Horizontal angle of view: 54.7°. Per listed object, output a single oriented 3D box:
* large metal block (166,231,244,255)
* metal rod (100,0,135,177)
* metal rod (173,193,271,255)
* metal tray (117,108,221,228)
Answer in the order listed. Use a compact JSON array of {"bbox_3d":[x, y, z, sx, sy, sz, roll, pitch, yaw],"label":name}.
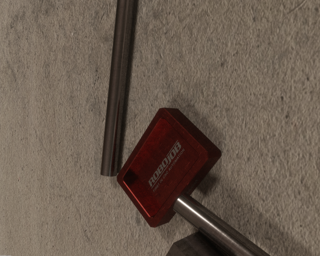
[{"bbox_3d":[0.039,0.160,0.335,0.050,0.081,0.079,39,114,33],"label":"large metal block"},{"bbox_3d":[-0.060,-0.078,0.452,0.025,0.025,0.298,11,97,39],"label":"metal rod"},{"bbox_3d":[0.133,0.156,0.281,0.300,0.025,0.025,33,110,30],"label":"metal rod"},{"bbox_3d":[0.005,0.050,0.395,0.090,0.030,0.129,47,118,29],"label":"metal tray"}]
